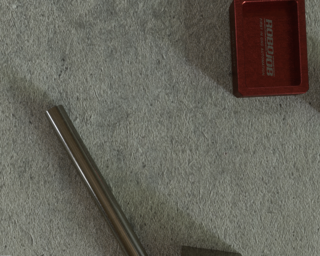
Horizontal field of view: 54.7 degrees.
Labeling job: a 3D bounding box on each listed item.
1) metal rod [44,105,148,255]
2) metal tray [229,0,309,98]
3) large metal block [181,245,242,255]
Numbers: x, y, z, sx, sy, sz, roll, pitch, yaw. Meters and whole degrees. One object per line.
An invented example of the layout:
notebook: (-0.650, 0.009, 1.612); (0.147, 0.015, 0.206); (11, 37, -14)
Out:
metal rod: (-0.066, 0.105, 0.409); (0.025, 0.025, 0.299); (-30, 90, 0)
metal tray: (0.142, -0.107, 0.409); (0.091, 0.030, 0.129); (-3, 90, -1)
large metal block: (0.065, 0.206, 0.399); (0.081, 0.050, 0.080); (8, 90, -1)
